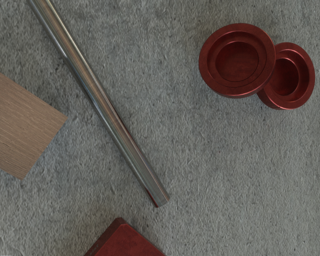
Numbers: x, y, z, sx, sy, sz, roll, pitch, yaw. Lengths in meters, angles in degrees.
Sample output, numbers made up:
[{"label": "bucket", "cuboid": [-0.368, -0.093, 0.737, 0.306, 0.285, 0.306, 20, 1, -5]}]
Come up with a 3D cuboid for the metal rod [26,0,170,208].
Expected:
[{"label": "metal rod", "cuboid": [-0.071, -0.029, 0.382, 0.025, 0.025, 0.299, -33, 101, -17]}]

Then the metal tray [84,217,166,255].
[{"label": "metal tray", "cuboid": [-0.060, 0.191, 0.385, 0.090, 0.030, 0.130, 45, 76, -15]}]

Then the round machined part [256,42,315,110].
[{"label": "round machined part", "cuboid": [0.180, -0.075, 0.467, 0.099, 0.042, 0.097, 0, 90, -20]}]

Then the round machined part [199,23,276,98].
[{"label": "round machined part", "cuboid": [0.105, -0.088, 0.422, 0.098, 0.042, 0.097, -2, 83, 20]}]

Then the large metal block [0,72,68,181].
[{"label": "large metal block", "cuboid": [-0.160, -0.001, 0.337, 0.080, 0.050, 0.080, 36, 78, -17]}]
